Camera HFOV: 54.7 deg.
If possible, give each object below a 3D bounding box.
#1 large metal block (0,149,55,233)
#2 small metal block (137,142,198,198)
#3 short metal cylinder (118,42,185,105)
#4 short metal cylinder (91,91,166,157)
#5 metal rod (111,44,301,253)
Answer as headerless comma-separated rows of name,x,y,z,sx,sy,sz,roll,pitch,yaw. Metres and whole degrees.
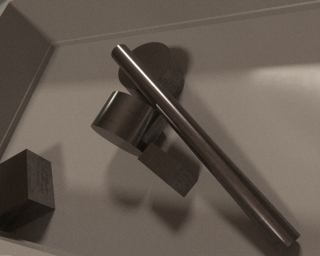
large metal block,-0.201,0.089,0.438,0.080,0.050,0.080,-28,52,10
small metal block,0.009,0.048,0.354,0.050,0.050,0.025,35,81,38
short metal cylinder,-0.011,-0.074,0.440,0.080,0.050,0.080,-13,56,20
short metal cylinder,-0.039,-0.003,0.391,0.080,0.080,0.050,20,72,35
metal rod,0.032,0.002,0.347,0.025,0.025,0.300,-40,64,1
